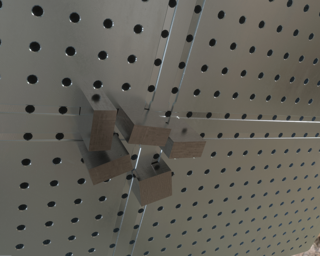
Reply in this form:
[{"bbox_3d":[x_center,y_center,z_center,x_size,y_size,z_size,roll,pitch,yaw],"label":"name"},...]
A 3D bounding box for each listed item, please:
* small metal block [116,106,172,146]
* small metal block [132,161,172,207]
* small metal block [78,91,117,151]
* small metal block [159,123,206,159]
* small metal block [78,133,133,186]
[{"bbox_3d":[-0.022,-0.002,0.383,0.050,0.050,0.025,7,115,-32],"label":"small metal block"},{"bbox_3d":[-0.011,0.082,0.458,0.050,0.025,0.050,-16,125,-20],"label":"small metal block"},{"bbox_3d":[-0.072,-0.008,0.351,0.025,0.050,0.050,-1,119,-28],"label":"small metal block"},{"bbox_3d":[0.026,0.017,0.421,0.050,0.050,0.025,0,118,-29],"label":"small metal block"},{"bbox_3d":[-0.067,0.037,0.382,0.050,0.050,0.025,-20,127,-17],"label":"small metal block"}]
